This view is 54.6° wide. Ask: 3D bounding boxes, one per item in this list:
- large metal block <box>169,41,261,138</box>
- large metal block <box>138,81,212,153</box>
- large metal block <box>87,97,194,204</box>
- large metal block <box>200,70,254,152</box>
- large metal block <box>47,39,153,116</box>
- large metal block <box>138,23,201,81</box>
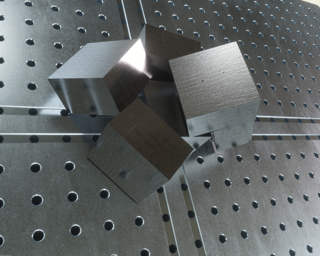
[{"bbox_3d":[0.061,-0.044,0.362,0.080,0.050,0.080,-15,64,2],"label":"large metal block"},{"bbox_3d":[0.011,-0.013,0.405,0.081,0.050,0.080,1,61,-28],"label":"large metal block"},{"bbox_3d":[-0.024,0.027,0.341,0.080,0.080,0.050,43,50,1],"label":"large metal block"},{"bbox_3d":[0.088,-0.023,0.423,0.050,0.080,0.080,-17,65,6],"label":"large metal block"},{"bbox_3d":[-0.067,-0.060,0.365,0.080,0.080,0.050,-58,140,-39],"label":"large metal block"},{"bbox_3d":[0.002,-0.085,0.426,0.081,0.080,0.050,12,57,-21],"label":"large metal block"}]
